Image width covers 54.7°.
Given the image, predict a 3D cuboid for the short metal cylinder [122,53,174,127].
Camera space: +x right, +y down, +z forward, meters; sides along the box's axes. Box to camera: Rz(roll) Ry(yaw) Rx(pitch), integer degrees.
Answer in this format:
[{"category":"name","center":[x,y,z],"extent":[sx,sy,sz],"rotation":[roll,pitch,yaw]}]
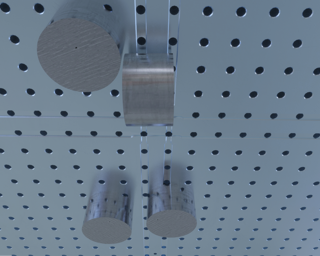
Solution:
[{"category":"short metal cylinder","center":[-0.011,-0.041,0.340],"extent":[0.050,0.080,0.079],"rotation":[0,130,0]}]

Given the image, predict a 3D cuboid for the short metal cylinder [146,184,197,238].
[{"category":"short metal cylinder","center":[0.018,0.138,0.513],"extent":[0.081,0.050,0.079],"rotation":[0,130,0]}]

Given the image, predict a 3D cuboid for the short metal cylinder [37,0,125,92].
[{"category":"short metal cylinder","center":[-0.079,-0.085,0.322],"extent":[0.081,0.050,0.079],"rotation":[0,130,0]}]

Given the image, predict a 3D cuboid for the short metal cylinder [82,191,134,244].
[{"category":"short metal cylinder","center":[-0.087,0.153,0.524],"extent":[0.081,0.050,0.079],"rotation":[0,130,0]}]
